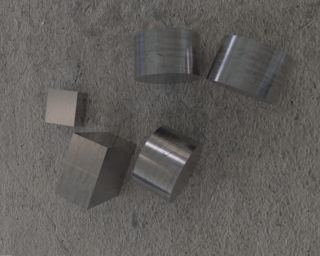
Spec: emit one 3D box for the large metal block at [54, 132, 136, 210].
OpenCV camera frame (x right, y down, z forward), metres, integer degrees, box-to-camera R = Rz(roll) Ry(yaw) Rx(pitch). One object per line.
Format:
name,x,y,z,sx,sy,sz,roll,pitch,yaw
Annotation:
large metal block,-0.082,0.052,0.409,0.050,0.080,0.080,22,97,18

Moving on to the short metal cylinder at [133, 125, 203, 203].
short metal cylinder,0.011,0.043,0.376,0.050,0.080,0.080,27,99,18

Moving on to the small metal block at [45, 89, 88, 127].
small metal block,-0.138,-0.030,0.458,0.050,0.025,0.050,8,93,19

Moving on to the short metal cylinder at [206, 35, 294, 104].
short metal cylinder,0.098,-0.064,0.345,0.080,0.080,0.050,24,98,18

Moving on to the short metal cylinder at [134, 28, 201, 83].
short metal cylinder,0.009,-0.084,0.377,0.080,0.080,0.050,-1,90,20
